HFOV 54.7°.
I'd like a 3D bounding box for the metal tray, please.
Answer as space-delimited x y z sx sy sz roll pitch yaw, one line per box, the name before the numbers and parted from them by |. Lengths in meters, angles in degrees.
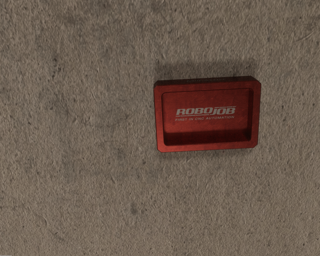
metal tray | 0.059 -0.018 0.401 0.131 0.030 0.089 -3 110 0
